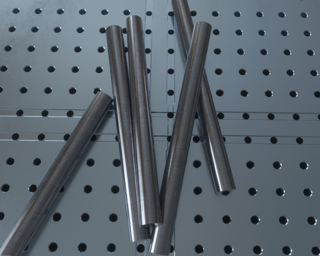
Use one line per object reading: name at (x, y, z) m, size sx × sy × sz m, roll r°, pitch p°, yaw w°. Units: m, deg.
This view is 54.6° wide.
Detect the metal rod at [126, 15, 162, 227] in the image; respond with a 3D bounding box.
metal rod at (-0.025, -0.027, 0.408) m, size 0.025 × 0.025 × 0.299 m, roll -5°, pitch 65°, yaw -2°

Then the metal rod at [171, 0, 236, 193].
metal rod at (0.056, -0.060, 0.434) m, size 0.025 × 0.025 × 0.299 m, roll -9°, pitch 70°, yaw -3°

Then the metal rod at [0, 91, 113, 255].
metal rod at (-0.141, 0.083, 0.380) m, size 0.025 × 0.025 × 0.300 m, roll 25°, pitch 72°, yaw 9°

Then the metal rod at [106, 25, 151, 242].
metal rod at (-0.046, -0.007, 0.414) m, size 0.025 × 0.025 × 0.299 m, roll -8°, pitch 70°, yaw -3°

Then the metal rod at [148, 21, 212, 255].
metal rod at (0.029, 0.002, 0.394) m, size 0.025 × 0.025 × 0.299 m, roll 11°, pitch 77°, yaw 4°
